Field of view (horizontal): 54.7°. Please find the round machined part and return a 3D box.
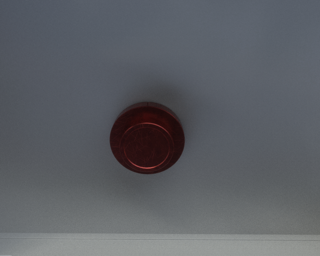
[{"bbox_3d":[-0.017,0.018,0.405,0.099,0.042,0.097,0,110,-1],"label":"round machined part"}]
